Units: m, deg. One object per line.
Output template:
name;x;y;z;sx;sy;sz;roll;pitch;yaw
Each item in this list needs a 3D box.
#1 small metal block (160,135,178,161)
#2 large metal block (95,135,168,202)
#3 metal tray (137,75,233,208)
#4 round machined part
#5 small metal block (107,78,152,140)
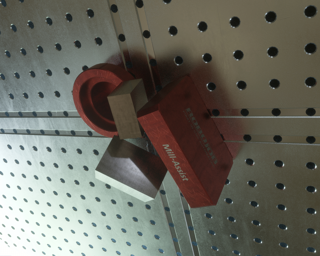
small metal block;0.028;0.030;0.407;0.050;0.025;0.050;19;131;30
large metal block;-0.040;0.059;0.421;0.080;0.050;0.080;27;161;-3
metal tray;0.035;0.015;0.359;0.030;0.090;0.130;-19;109;35
round machined part;-0.061;-0.039;0.406;0.098;0.042;0.097;13;124;20
small metal block;-0.032;-0.022;0.344;0.025;0.050;0.050;-7;115;15
